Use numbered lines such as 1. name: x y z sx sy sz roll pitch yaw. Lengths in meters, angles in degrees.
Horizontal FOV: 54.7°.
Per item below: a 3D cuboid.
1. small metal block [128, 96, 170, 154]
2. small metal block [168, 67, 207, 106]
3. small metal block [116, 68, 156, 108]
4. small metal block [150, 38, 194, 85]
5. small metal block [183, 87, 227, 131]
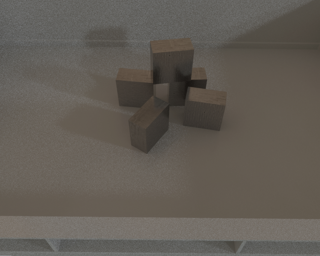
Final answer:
1. small metal block: -0.013 -0.004 0.392 0.025 0.050 0.050 28 55 21
2. small metal block: 0.037 -0.058 0.438 0.050 0.050 0.025 -2 50 -2
3. small metal block: -0.032 -0.055 0.435 0.050 0.050 0.025 5 50 4
4. small metal block: 0.014 -0.085 0.395 0.050 0.050 0.025 -7 51 -6
5. small metal block: 0.059 -0.025 0.410 0.050 0.050 0.025 9 51 7
